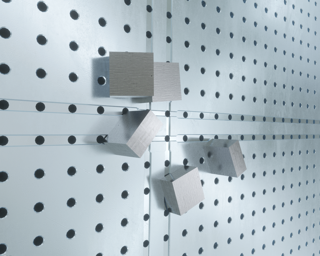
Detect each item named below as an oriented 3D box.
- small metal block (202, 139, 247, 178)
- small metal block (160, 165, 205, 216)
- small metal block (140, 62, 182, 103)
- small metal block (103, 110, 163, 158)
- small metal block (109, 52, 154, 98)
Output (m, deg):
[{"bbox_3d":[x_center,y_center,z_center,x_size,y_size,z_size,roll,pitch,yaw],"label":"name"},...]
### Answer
[{"bbox_3d":[0.099,0.045,0.474,0.025,0.050,0.050,-31,110,-36],"label":"small metal block"},{"bbox_3d":[0.032,0.086,0.435,0.050,0.025,0.050,-23,105,-37],"label":"small metal block"},{"bbox_3d":[0.000,-0.060,0.408,0.050,0.025,0.050,-8,95,-40],"label":"small metal block"},{"bbox_3d":[-0.032,0.006,0.365,0.025,0.050,0.050,49,61,-29],"label":"small metal block"},{"bbox_3d":[-0.034,-0.062,0.365,0.050,0.025,0.050,-1,91,-8],"label":"small metal block"}]
